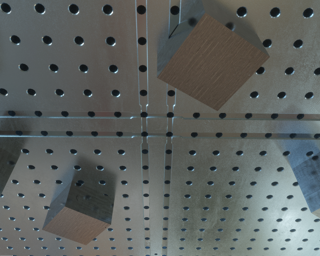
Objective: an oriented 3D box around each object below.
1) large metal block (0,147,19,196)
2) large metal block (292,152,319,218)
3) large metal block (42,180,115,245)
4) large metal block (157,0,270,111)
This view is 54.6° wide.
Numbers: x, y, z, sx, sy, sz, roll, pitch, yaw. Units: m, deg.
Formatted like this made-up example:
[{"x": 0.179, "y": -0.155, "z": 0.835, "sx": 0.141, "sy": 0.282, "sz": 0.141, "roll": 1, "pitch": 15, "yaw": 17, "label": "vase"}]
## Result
[{"x": -0.258, "y": 0.077, "z": 0.439, "sx": 0.080, "sy": 0.080, "sz": 0.050, "roll": -34, "pitch": 122, "yaw": 25, "label": "large metal block"}, {"x": 0.253, "y": 0.094, "z": 0.458, "sx": 0.080, "sy": 0.080, "sz": 0.050, "roll": 32, "pitch": 123, "yaw": -24, "label": "large metal block"}, {"x": -0.134, "y": 0.143, "z": 0.516, "sx": 0.080, "sy": 0.050, "sz": 0.080, "roll": 31, "pitch": 124, "yaw": -24, "label": "large metal block"}, {"x": 0.052, "y": -0.077, "z": 0.330, "sx": 0.080, "sy": 0.050, "sz": 0.080, "roll": 26, "pitch": 125, "yaw": -21, "label": "large metal block"}]
